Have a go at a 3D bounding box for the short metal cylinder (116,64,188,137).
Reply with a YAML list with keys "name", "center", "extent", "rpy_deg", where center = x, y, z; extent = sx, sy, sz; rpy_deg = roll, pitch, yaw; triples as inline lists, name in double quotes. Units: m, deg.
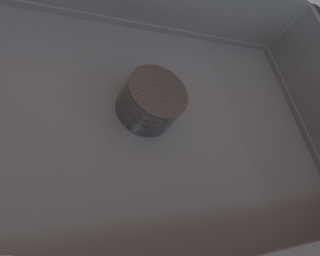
- name: "short metal cylinder"
  center: [-0.011, -0.035, 0.402]
  extent: [0.081, 0.050, 0.080]
  rpy_deg: [13, 56, -21]
